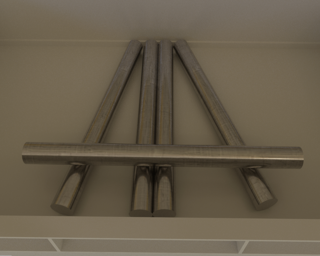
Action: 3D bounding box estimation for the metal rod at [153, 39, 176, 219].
[{"bbox_3d":[0.007,-0.024,0.423,0.025,0.025,0.300,1,50,1],"label":"metal rod"}]

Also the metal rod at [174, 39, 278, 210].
[{"bbox_3d":[0.075,-0.028,0.427,0.025,0.025,0.300,-12,51,-10],"label":"metal rod"}]

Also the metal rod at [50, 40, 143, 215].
[{"bbox_3d":[-0.073,-0.025,0.424,0.025,0.025,0.300,10,51,8],"label":"metal rod"}]

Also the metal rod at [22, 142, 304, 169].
[{"bbox_3d":[0.003,0.030,0.344,0.302,0.025,0.025,1,50,1],"label":"metal rod"}]

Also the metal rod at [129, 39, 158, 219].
[{"bbox_3d":[-0.017,-0.023,0.423,0.025,0.025,0.300,1,50,1],"label":"metal rod"}]
